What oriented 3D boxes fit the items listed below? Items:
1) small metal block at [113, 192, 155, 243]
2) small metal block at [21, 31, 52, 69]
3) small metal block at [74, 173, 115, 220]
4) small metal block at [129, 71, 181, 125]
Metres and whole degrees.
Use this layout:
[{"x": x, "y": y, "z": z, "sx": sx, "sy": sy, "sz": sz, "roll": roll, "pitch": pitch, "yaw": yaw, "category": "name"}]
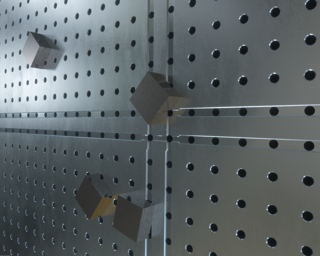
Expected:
[{"x": -0.038, "y": 0.126, "z": 0.442, "sx": 0.050, "sy": 0.025, "sz": 0.050, "roll": 18, "pitch": 101, "yaw": 38, "category": "small metal block"}, {"x": -0.245, "y": -0.153, "z": 0.614, "sx": 0.050, "sy": 0.025, "sz": 0.050, "roll": 52, "pitch": 120, "yaw": 27, "category": "small metal block"}, {"x": -0.106, "y": 0.110, "z": 0.499, "sx": 0.050, "sy": 0.025, "sz": 0.050, "roll": 45, "pitch": 117, "yaw": 30, "category": "small metal block"}, {"x": -0.008, "y": -0.040, "z": 0.417, "sx": 0.050, "sy": 0.025, "sz": 0.050, "roll": 52, "pitch": 120, "yaw": 27, "category": "small metal block"}]
